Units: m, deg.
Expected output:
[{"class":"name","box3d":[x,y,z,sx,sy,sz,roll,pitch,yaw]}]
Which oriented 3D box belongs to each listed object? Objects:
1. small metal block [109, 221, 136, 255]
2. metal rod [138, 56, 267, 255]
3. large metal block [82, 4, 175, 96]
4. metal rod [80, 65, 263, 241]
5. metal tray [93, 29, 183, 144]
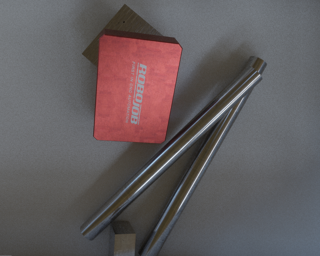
[{"class":"small metal block","box3d":[-0.049,0.152,0.396,0.025,0.050,0.050,3,89,-16]},{"class":"metal rod","box3d":[0.056,0.040,0.412,0.025,0.025,0.299,30,90,-1]},{"class":"large metal block","box3d":[-0.038,-0.094,0.398,0.080,0.050,0.080,40,90,-1]},{"class":"metal rod","box3d":[0.011,0.035,0.398,0.300,0.025,0.025,-44,91,5]},{"class":"metal tray","box3d":[-0.030,-0.046,0.372,0.091,0.030,0.129,4,118,-12]}]
